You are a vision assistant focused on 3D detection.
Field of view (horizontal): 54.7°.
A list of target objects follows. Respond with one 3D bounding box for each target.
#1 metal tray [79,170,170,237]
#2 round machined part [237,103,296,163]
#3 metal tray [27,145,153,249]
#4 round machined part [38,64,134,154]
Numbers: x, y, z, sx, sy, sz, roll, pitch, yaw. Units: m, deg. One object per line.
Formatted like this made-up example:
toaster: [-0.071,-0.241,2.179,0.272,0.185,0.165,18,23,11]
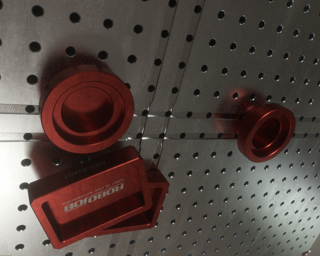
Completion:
metal tray: [-0.059,0.107,0.443,0.131,0.030,0.089,3,117,-30]
round machined part: [0.163,0.004,0.494,0.099,0.042,0.097,-14,125,-21]
metal tray: [-0.079,0.084,0.378,0.131,0.030,0.089,-20,126,-17]
round machined part: [-0.082,-0.024,0.342,0.099,0.042,0.097,-14,125,-21]
